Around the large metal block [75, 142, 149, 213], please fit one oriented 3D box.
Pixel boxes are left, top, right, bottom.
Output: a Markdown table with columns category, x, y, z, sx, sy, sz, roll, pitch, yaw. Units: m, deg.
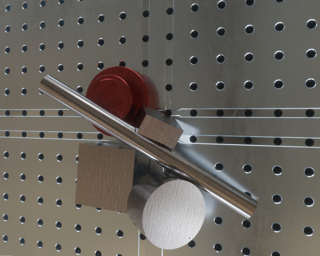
| category | x | y | z | sx | sy | sz | roll | pitch | yaw |
| --- | --- | --- | --- | --- | --- | --- | --- | --- | --- |
| large metal block | -0.063 | 0.063 | 0.418 | 0.080 | 0.050 | 0.079 | 5 | 92 | 19 |

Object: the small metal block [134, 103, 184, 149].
| category | x | y | z | sx | sy | sz | roll | pitch | yaw |
| --- | --- | --- | --- | --- | --- | --- | --- | --- | --- |
| small metal block | -0.003 | -0.003 | 0.389 | 0.050 | 0.050 | 0.025 | 24 | 103 | -17 |

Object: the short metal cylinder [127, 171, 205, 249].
| category | x | y | z | sx | sy | sz | roll | pitch | yaw |
| --- | --- | --- | --- | --- | --- | --- | --- | --- | --- |
| short metal cylinder | 0.007 | 0.097 | 0.373 | 0.081 | 0.050 | 0.079 | -2 | 94 | -25 |

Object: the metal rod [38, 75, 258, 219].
| category | x | y | z | sx | sy | sz | roll | pitch | yaw |
| --- | --- | --- | --- | --- | --- | --- | --- | --- | --- |
| metal rod | -0.017 | 0.021 | 0.383 | 0.301 | 0.025 | 0.025 | 31 | 100 | 4 |

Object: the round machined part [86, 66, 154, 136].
| category | x | y | z | sx | sy | sz | roll | pitch | yaw |
| --- | --- | --- | --- | --- | --- | --- | --- | --- | --- |
| round machined part | -0.061 | -0.036 | 0.424 | 0.098 | 0.042 | 0.097 | 0 | 90 | 19 |
